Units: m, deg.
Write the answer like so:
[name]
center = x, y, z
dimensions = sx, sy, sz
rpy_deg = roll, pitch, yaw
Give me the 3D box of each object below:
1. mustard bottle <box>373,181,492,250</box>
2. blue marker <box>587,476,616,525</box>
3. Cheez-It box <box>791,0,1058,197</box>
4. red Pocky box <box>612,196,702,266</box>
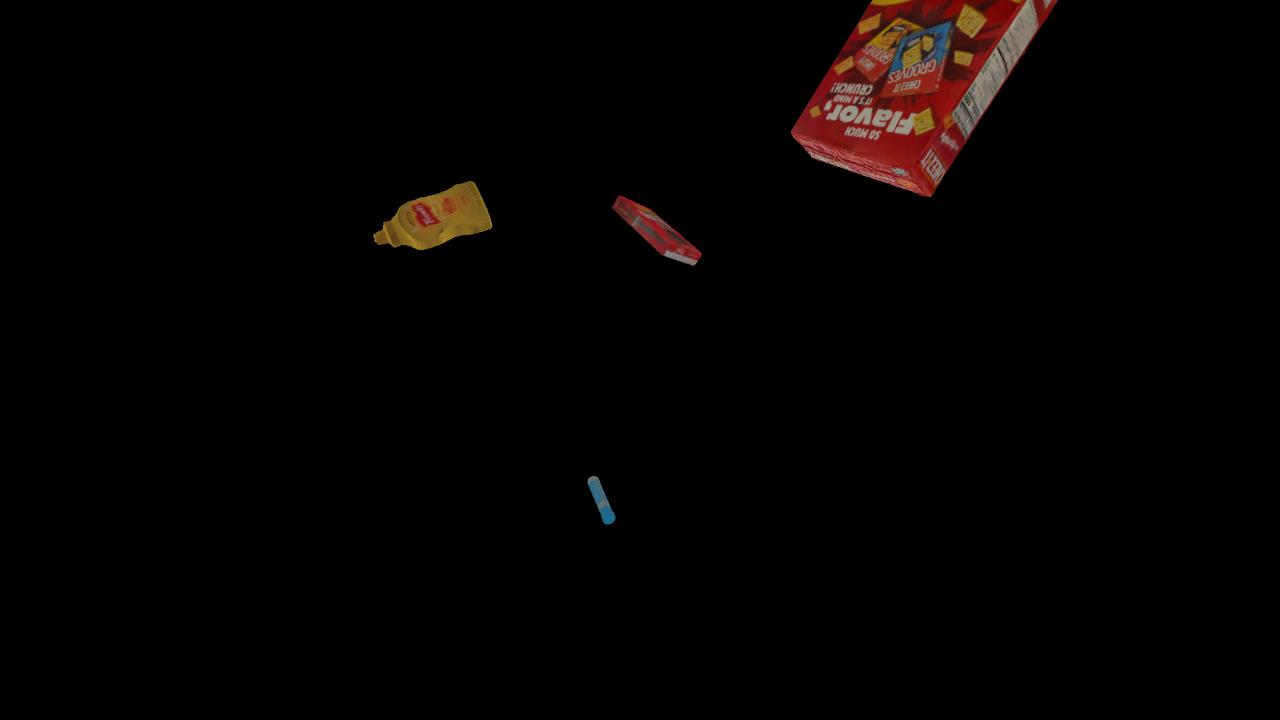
[mustard bottle]
center = -0.344, -0.227, 1.008
dimensions = 0.184, 0.092, 0.054
rpy_deg = -23, -14, -13
[blue marker]
center = -0.057, 0.205, 0.904
dimensions = 0.020, 0.020, 0.121
rpy_deg = 0, 16, -16
[Cheez-It box]
center = 0.292, -0.305, 0.654
dimensions = 0.071, 0.223, 0.166
rpy_deg = 22, 13, -45
[red Pocky box]
center = 0.026, -0.211, 1.001
dimensions = 0.083, 0.028, 0.155
rpy_deg = 7, 34, -48
